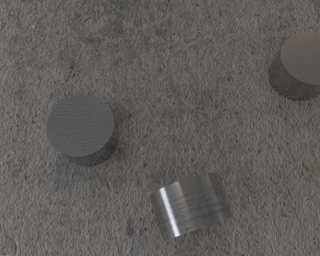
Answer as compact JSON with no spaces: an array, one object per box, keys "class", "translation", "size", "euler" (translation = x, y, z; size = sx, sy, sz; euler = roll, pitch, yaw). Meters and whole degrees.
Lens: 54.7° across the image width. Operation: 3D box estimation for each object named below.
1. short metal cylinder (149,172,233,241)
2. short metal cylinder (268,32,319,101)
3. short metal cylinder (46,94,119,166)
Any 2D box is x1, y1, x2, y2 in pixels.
[{"class":"short metal cylinder","translation":[0.034,0.088,0.347],"size":[0.080,0.080,0.050],"euler":[-17,71,-6]},{"class":"short metal cylinder","translation":[0.197,-0.084,0.427],"size":[0.081,0.050,0.080],"euler":[0,70,0]},{"class":"short metal cylinder","translation":[-0.095,0.004,0.393],"size":[0.081,0.050,0.080],"euler":[0,70,0]}]
